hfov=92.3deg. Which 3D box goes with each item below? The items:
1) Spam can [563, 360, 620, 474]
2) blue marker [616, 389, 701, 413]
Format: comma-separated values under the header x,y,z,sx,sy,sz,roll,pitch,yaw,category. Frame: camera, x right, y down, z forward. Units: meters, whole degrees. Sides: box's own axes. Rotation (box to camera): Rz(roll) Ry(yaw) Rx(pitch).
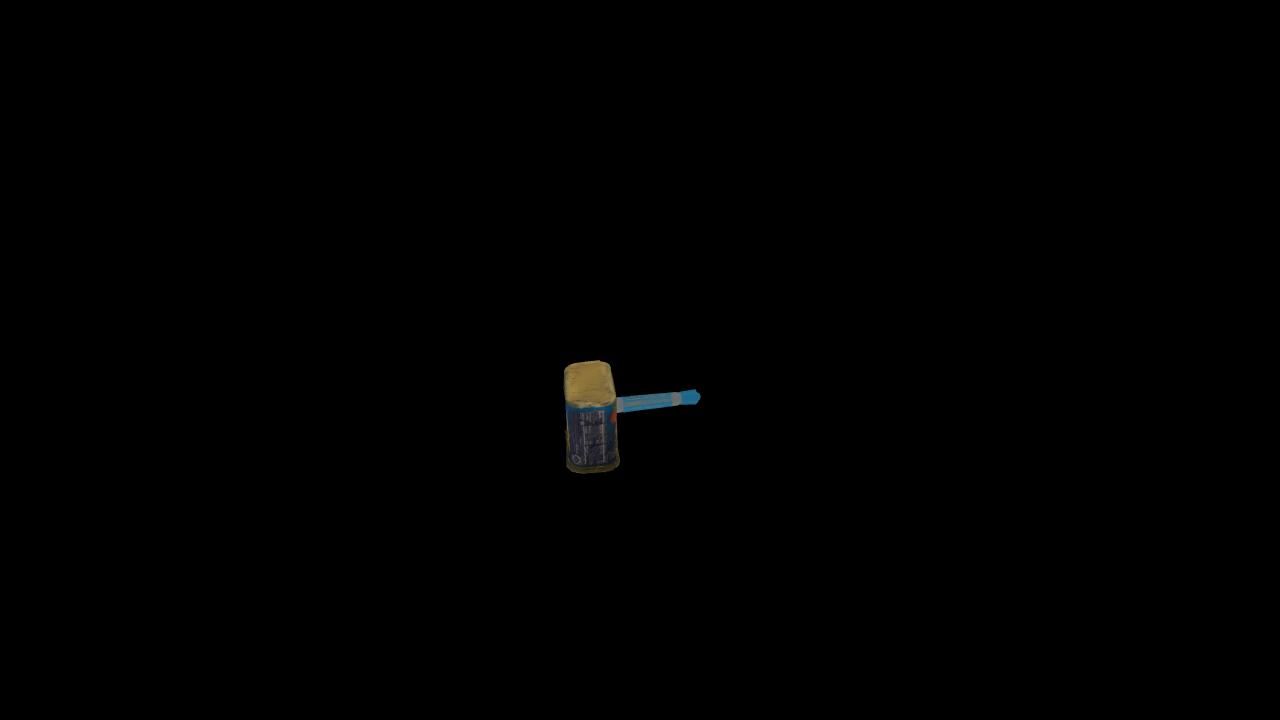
x,y,z,sx,sy,sz,roll,pitch,yaw,category
-0.054,0.059,0.670,0.058,0.085,0.101,-4,26,-7,Spam can
0.018,0.049,0.736,0.121,0.020,0.020,-4,2,-25,blue marker
